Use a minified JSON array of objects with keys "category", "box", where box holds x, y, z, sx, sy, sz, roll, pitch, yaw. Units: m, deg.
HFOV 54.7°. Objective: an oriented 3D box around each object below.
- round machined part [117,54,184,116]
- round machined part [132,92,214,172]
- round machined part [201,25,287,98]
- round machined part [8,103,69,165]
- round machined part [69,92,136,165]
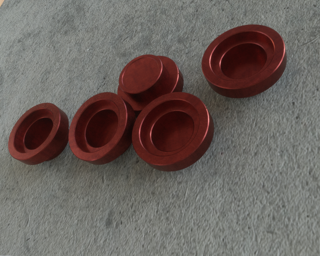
[{"category":"round machined part","box":[-0.019,-0.066,0.444,0.098,0.042,0.098,-13,56,21]},{"category":"round machined part","box":[0.019,0.008,0.378,0.098,0.042,0.098,-13,56,21]},{"category":"round machined part","box":[0.105,-0.077,0.385,0.098,0.042,0.098,-13,56,21]},{"category":"round machined part","box":[-0.181,0.013,0.481,0.098,0.042,0.098,-13,56,21]},{"category":"round machined part","box":[-0.074,0.004,0.424,0.098,0.042,0.098,-13,63,26]}]
